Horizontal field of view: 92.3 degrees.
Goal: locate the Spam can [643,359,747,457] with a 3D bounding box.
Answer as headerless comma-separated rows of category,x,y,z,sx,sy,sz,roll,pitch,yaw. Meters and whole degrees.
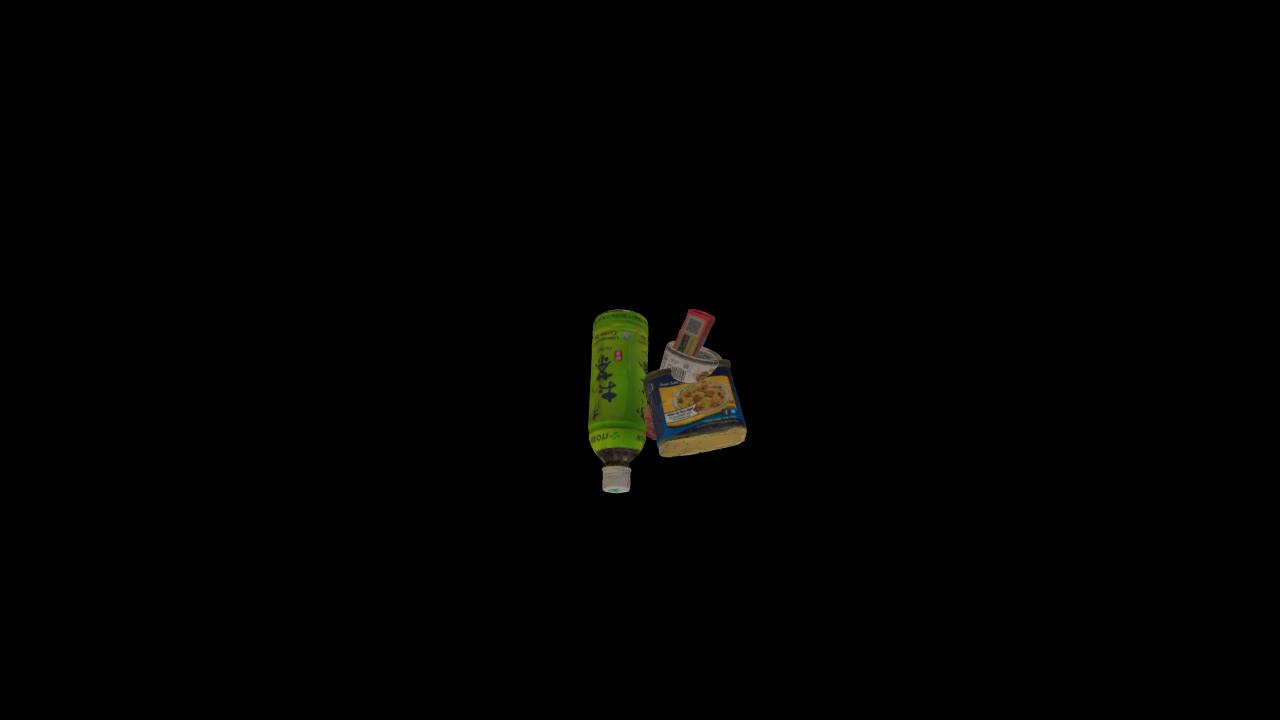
Spam can,0.061,0.054,0.679,0.101,0.085,0.058,-11,-30,-3

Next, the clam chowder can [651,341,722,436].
clam chowder can,0.049,0.036,0.705,0.068,0.102,0.068,13,16,-4

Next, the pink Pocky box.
pink Pocky box,0.045,0.014,0.727,0.029,0.155,0.084,24,8,8

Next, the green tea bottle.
green tea bottle,-0.025,0.048,0.719,0.073,0.212,0.073,0,-22,0
